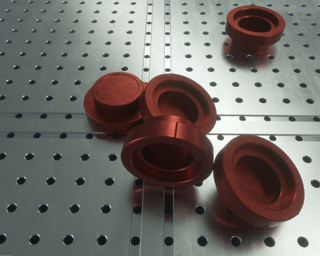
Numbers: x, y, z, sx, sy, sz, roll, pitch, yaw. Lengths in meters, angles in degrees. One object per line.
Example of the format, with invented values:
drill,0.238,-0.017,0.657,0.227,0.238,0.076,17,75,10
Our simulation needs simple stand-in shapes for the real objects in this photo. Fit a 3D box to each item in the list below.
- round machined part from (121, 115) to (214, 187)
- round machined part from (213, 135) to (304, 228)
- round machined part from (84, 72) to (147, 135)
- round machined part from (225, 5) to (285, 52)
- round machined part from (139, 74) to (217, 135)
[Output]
round machined part,0.010,0.023,0.341,0.099,0.097,0.042,6,51,5
round machined part,0.101,0.059,0.335,0.099,0.042,0.098,13,52,-17
round machined part,-0.056,-0.041,0.430,0.099,0.042,0.098,0,50,0
round machined part,0.163,-0.171,0.542,0.099,0.042,0.098,0,50,0
round machined part,0.020,-0.020,0.400,0.099,0.042,0.098,12,54,-18
